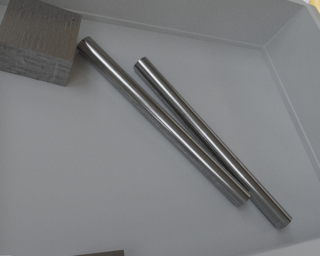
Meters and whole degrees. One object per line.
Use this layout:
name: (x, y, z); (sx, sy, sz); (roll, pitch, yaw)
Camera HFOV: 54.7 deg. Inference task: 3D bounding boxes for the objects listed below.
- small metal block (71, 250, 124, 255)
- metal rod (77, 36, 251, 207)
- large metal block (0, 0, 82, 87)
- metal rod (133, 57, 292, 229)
small metal block: (-0.063, 0.129, 0.278); (0.050, 0.050, 0.025); (4, 60, -27)
metal rod: (0.004, -0.010, 0.414); (0.300, 0.025, 0.025); (44, 51, 2)
large metal block: (-0.146, -0.106, 0.376); (0.081, 0.050, 0.080); (13, 56, -21)
metal rod: (0.070, 0.017, 0.434); (0.300, 0.025, 0.025); (48, 51, 5)
